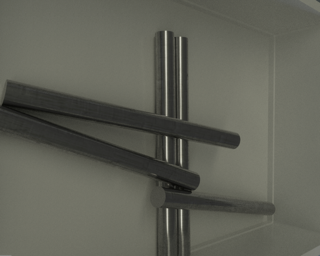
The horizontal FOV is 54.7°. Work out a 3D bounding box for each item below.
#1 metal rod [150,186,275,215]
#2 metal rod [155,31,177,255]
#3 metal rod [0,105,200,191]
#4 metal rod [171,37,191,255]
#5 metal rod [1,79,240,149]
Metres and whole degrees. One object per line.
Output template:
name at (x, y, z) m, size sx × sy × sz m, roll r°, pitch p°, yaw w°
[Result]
metal rod at (0.100, 0.115, 0.469) m, size 0.302 × 0.025 × 0.025 m, roll 19°, pitch 78°, yaw -44°
metal rod at (0.008, 0.024, 0.412) m, size 0.025 × 0.025 × 0.298 m, roll -2°, pitch 91°, yaw -40°
metal rod at (-0.073, 0.022, 0.328) m, size 0.302 × 0.025 × 0.025 m, roll 23°, pitch 76°, yaw -32°
metal rod at (0.028, 0.027, 0.428) m, size 0.025 × 0.025 × 0.298 m, roll -1°, pitch 91°, yaw -40°
metal rod at (-0.018, -0.007, 0.366) m, size 0.302 × 0.025 × 0.025 m, roll 12°, pitch 83°, yaw -32°
